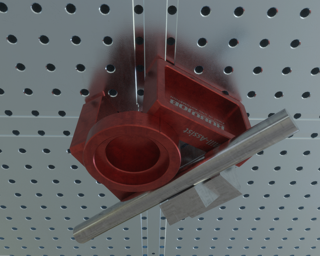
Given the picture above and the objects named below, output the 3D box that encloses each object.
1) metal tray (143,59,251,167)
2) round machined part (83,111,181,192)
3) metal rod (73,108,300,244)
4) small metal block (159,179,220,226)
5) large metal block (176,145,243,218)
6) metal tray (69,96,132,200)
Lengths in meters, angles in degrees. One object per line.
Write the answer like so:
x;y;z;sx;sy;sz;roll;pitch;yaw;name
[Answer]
0.045;-0.018;0.353;0.131;0.090;0.030;25;127;-20;metal tray
-0.028;0.021;0.327;0.099;0.042;0.097;-1;130;0;round machined part
0.009;0.067;0.350;0.299;0.025;0.025;-33;123;24;metal rod
0.035;0.084;0.360;0.050;0.050;0.025;-35;78;25;small metal block
0.058;0.064;0.427;0.080;0.080;0.050;-34;123;25;large metal block
-0.054;0.034;0.396;0.030;0.090;0.130;-23;127;18;metal tray
